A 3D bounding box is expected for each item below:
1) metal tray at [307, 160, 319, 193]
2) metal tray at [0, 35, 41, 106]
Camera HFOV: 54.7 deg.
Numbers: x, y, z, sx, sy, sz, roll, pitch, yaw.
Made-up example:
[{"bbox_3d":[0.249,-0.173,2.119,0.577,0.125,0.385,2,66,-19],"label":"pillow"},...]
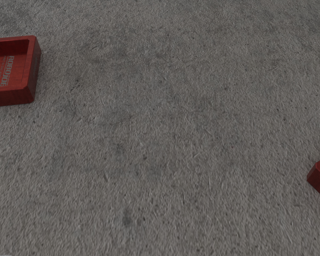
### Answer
[{"bbox_3d":[0.250,0.055,0.354,0.131,0.030,0.090,-24,54,-19],"label":"metal tray"},{"bbox_3d":[-0.237,-0.089,0.472,0.091,0.030,0.130,-7,50,-6],"label":"metal tray"}]
